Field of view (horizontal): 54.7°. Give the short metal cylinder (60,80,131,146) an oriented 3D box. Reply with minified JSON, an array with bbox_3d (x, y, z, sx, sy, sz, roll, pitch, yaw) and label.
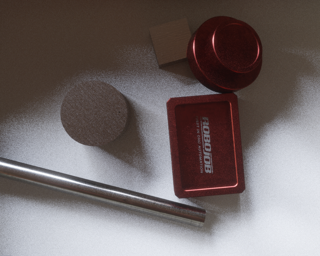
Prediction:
[{"bbox_3d":[-0.080,-0.018,0.398,0.081,0.050,0.079,0,90,-1],"label":"short metal cylinder"}]

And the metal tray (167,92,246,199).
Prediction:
[{"bbox_3d":[0.059,0.022,0.409,0.091,0.030,0.129,-5,90,-1],"label":"metal tray"}]

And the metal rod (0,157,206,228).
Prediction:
[{"bbox_3d":[-0.089,0.083,0.410,0.302,0.025,0.025,14,90,-1],"label":"metal rod"}]

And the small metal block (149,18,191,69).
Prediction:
[{"bbox_3d":[0.016,-0.112,0.412,0.050,0.025,0.050,-16,90,-1],"label":"small metal block"}]

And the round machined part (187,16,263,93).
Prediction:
[{"bbox_3d":[0.088,-0.096,0.389,0.099,0.042,0.097,3,80,-18],"label":"round machined part"}]
